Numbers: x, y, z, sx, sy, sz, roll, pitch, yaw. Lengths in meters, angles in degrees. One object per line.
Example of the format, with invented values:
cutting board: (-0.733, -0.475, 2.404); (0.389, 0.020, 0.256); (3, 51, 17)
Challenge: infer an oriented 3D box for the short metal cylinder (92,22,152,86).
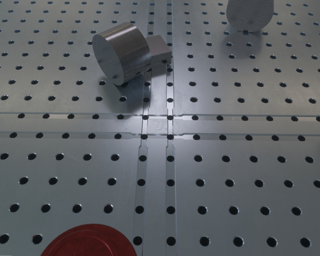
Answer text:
short metal cylinder: (-0.058, -0.111, 0.464); (0.050, 0.080, 0.080); (-33, 58, -24)

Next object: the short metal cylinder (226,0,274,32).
short metal cylinder: (0.163, -0.222, 0.559); (0.080, 0.080, 0.050); (10, 51, 8)

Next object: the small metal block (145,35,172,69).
small metal block: (-0.014, -0.125, 0.513); (0.050, 0.025, 0.050); (-17, 52, -14)

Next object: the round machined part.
round machined part: (-0.068, 0.134, 0.283); (0.099, 0.042, 0.098); (0, 50, 0)
